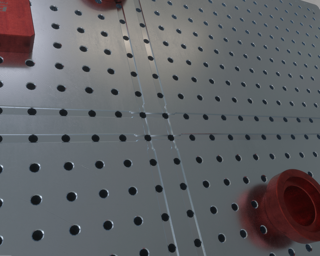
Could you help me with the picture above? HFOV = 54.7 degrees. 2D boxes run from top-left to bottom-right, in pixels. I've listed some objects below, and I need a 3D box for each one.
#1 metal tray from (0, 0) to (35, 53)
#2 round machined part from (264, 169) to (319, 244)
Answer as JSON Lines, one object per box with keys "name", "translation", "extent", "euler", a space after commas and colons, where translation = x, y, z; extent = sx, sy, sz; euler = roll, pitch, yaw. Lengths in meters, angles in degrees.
{"name": "metal tray", "translation": [-0.225, -0.138, 0.368], "extent": [0.131, 0.030, 0.090], "euler": [-4, 64, -30]}
{"name": "round machined part", "translation": [0.186, 0.110, 0.430], "extent": [0.099, 0.042, 0.098], "euler": [14, 56, -21]}
